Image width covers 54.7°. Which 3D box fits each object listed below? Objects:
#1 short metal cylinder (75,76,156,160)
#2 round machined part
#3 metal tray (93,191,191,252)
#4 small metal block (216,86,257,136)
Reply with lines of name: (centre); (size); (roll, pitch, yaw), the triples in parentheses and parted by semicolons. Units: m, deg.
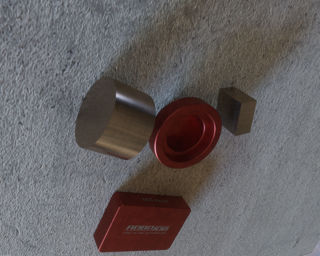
short metal cylinder: (-0.050, -0.010, 0.338); (0.050, 0.080, 0.080); (22, 107, -36)
round machined part: (0.030, 0.003, 0.414); (0.099, 0.042, 0.097); (-14, 124, -21)
metal tray: (-0.025, 0.147, 0.481); (0.131, 0.030, 0.089); (13, 112, -34)
small metal block: (0.104, -0.024, 0.433); (0.025, 0.050, 0.050); (-12, 124, -22)
